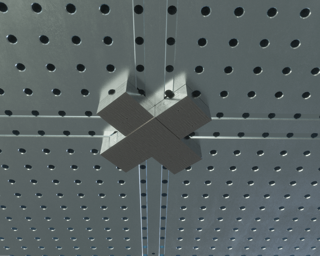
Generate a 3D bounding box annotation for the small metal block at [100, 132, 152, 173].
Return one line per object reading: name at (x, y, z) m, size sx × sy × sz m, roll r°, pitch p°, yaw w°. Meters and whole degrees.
small metal block at (-0.047, 0.030, 0.437) m, size 0.050 × 0.025 × 0.050 m, roll -34°, pitch 123°, yaw 25°

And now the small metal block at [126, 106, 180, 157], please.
small metal block at (-0.009, 0.006, 0.415) m, size 0.050 × 0.025 × 0.050 m, roll -34°, pitch 123°, yaw 25°

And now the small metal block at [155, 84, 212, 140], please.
small metal block at (0.029, -0.019, 0.395) m, size 0.050 × 0.025 × 0.050 m, roll -34°, pitch 123°, yaw 25°

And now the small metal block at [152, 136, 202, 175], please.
small metal block at (0.024, 0.034, 0.441) m, size 0.050 × 0.025 × 0.050 m, roll -33°, pitch 123°, yaw 25°

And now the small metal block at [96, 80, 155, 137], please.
small metal block at (-0.042, -0.023, 0.391) m, size 0.050 × 0.025 × 0.050 m, roll -33°, pitch 123°, yaw 25°
